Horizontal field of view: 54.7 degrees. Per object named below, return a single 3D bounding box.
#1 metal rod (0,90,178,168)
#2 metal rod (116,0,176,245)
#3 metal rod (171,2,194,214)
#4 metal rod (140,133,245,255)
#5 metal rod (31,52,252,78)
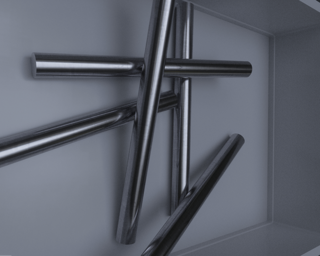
[{"bbox_3d":[-0.096,0.004,0.327,0.302,0.025,0.025,-21,104,-38],"label":"metal rod"},{"bbox_3d":[-0.017,-0.011,0.356,0.025,0.025,0.298,3,100,-40],"label":"metal rod"},{"bbox_3d":[0.031,-0.024,0.435,0.025,0.025,0.298,3,88,-40],"label":"metal rod"},{"bbox_3d":[0.049,0.094,0.416,0.302,0.025,0.025,-42,116,-43],"label":"metal rod"},{"bbox_3d":[0.003,-0.075,0.385,0.303,0.025,0.025,-6,94,-33],"label":"metal rod"}]
